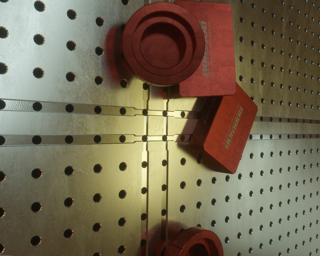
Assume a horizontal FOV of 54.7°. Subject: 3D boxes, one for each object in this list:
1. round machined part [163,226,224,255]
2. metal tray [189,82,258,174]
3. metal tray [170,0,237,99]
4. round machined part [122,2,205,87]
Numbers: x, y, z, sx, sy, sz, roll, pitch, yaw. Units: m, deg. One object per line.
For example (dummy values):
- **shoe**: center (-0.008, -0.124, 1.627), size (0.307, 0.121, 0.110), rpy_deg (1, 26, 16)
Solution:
- **round machined part**: center (0.042, 0.188, 0.436), size (0.099, 0.042, 0.097), rpy_deg (0, 90, -40)
- **metal tray**: center (0.105, -0.003, 0.497), size (0.090, 0.030, 0.130), rpy_deg (39, 66, -34)
- **metal tray**: center (0.058, -0.108, 0.437), size (0.091, 0.030, 0.129), rpy_deg (-5, 93, -21)
- **round machined part**: center (0.003, -0.100, 0.383), size (0.099, 0.042, 0.097), rpy_deg (0, 92, -7)
